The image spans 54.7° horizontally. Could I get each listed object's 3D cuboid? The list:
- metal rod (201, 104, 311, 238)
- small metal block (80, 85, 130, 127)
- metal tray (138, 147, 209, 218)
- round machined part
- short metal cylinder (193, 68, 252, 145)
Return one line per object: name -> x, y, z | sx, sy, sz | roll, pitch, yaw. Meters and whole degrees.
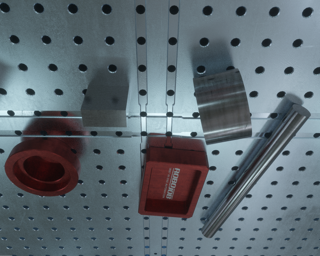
metal rod -> 0.134, 0.086, 0.485 | 0.025, 0.025, 0.298 | 14, 129, -12
small metal block -> -0.064, -0.027, 0.372 | 0.050, 0.050, 0.025 | 1, 130, -1
metal tray -> 0.017, 0.089, 0.484 | 0.091, 0.030, 0.129 | 6, 130, -5
round machined part -> -0.162, 0.051, 0.442 | 0.099, 0.042, 0.097 | 0, 130, 0
short metal cylinder -> 0.071, -0.024, 0.356 | 0.050, 0.080, 0.080 | -12, 129, 9
